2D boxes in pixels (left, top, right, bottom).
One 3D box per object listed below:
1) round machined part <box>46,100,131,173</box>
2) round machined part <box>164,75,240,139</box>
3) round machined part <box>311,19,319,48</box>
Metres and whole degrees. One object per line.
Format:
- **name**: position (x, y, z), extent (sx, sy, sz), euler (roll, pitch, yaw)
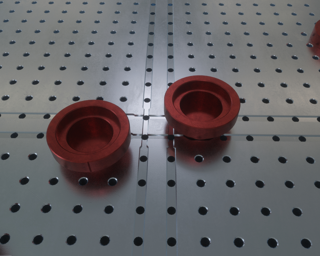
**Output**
- **round machined part**: position (-0.085, 0.014, 0.385), extent (0.099, 0.042, 0.098), euler (0, 50, 0)
- **round machined part**: position (0.054, -0.023, 0.417), extent (0.099, 0.042, 0.098), euler (0, 50, 0)
- **round machined part**: position (0.322, -0.170, 0.541), extent (0.099, 0.042, 0.098), euler (0, 50, 0)
